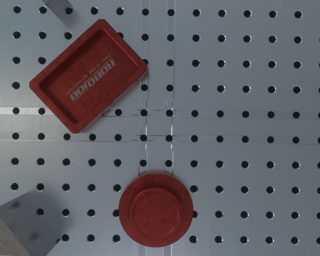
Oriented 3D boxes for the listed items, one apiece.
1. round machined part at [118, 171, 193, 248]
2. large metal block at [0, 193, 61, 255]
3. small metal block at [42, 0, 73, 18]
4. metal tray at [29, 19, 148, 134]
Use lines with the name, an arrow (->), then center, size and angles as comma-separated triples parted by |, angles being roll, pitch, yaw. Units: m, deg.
round machined part -> -0.005, 0.108, 0.405 | 0.099, 0.042, 0.097 | 0, 90, 0
large metal block -> -0.180, 0.136, 0.384 | 0.050, 0.080, 0.080 | -38, 90, 0
small metal block -> -0.145, -0.177, 0.400 | 0.025, 0.050, 0.050 | -39, 90, 0
metal tray -> -0.092, -0.066, 0.409 | 0.130, 0.030, 0.090 | -43, 90, 0
